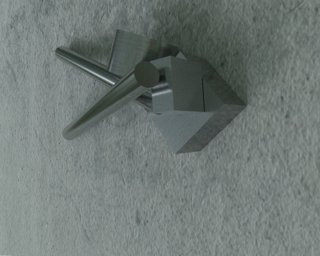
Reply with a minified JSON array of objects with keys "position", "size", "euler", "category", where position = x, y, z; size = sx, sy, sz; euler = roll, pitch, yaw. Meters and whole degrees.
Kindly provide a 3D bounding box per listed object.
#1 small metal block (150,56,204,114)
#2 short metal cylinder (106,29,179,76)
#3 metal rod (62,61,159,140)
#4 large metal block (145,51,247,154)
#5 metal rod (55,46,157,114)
[{"position":[0.018,-0.040,0.305],"size":[0.025,0.050,0.050],"euler":[-5,87,40],"category":"small metal block"},{"position":[-0.022,-0.088,0.389],"size":[0.080,0.081,0.050],"euler":[26,107,36],"category":"short metal cylinder"},{"position":[-0.083,-0.019,0.403],"size":[0.299,0.025,0.025],"euler":[-22,76,59],"category":"metal rod"},{"position":[0.036,-0.028,0.357],"size":[0.080,0.050,0.080],"euler":[-49,61,30],"category":"large metal block"},{"position":[-0.086,-0.079,0.438],"size":[0.300,0.025,0.025],"euler":[32,110,47],"category":"metal rod"}]
